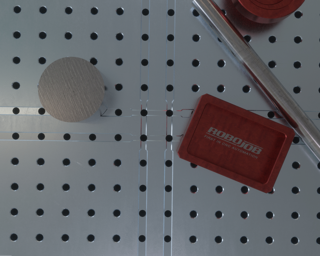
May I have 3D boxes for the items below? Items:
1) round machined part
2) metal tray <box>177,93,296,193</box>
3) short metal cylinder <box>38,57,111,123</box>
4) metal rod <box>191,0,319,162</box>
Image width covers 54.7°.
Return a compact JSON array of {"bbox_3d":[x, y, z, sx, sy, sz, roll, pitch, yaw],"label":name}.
[{"bbox_3d":[0.139,-0.185,0.406,0.099,0.042,0.097,0,90,0],"label":"round machined part"},{"bbox_3d":[0.098,0.020,0.411,0.131,0.030,0.090,23,90,0],"label":"metal tray"},{"bbox_3d":[-0.107,-0.047,0.400,0.081,0.050,0.079,0,90,0],"label":"short metal cylinder"},{"bbox_3d":[0.147,-0.058,0.414,0.025,0.025,0.300,-39,90,0],"label":"metal rod"}]
